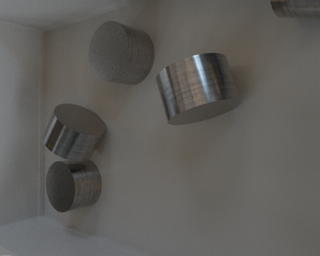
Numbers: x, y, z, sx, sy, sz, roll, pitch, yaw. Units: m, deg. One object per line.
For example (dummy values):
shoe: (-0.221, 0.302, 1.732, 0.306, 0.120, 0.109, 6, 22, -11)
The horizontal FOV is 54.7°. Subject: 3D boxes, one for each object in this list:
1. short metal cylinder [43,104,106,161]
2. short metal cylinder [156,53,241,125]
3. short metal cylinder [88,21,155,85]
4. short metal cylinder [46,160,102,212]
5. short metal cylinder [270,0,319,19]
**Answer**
short metal cylinder: (-0.131, 0.006, 0.476, 0.080, 0.081, 0.050, 45, 117, 30)
short metal cylinder: (0.041, -0.039, 0.336, 0.080, 0.081, 0.050, -24, 75, 37)
short metal cylinder: (-0.054, -0.103, 0.433, 0.080, 0.050, 0.079, 0, 90, 39)
short metal cylinder: (-0.141, 0.092, 0.504, 0.080, 0.050, 0.079, 0, 90, 39)
short metal cylinder: (0.133, -0.134, 0.260, 0.050, 0.081, 0.079, 18, 102, 38)
